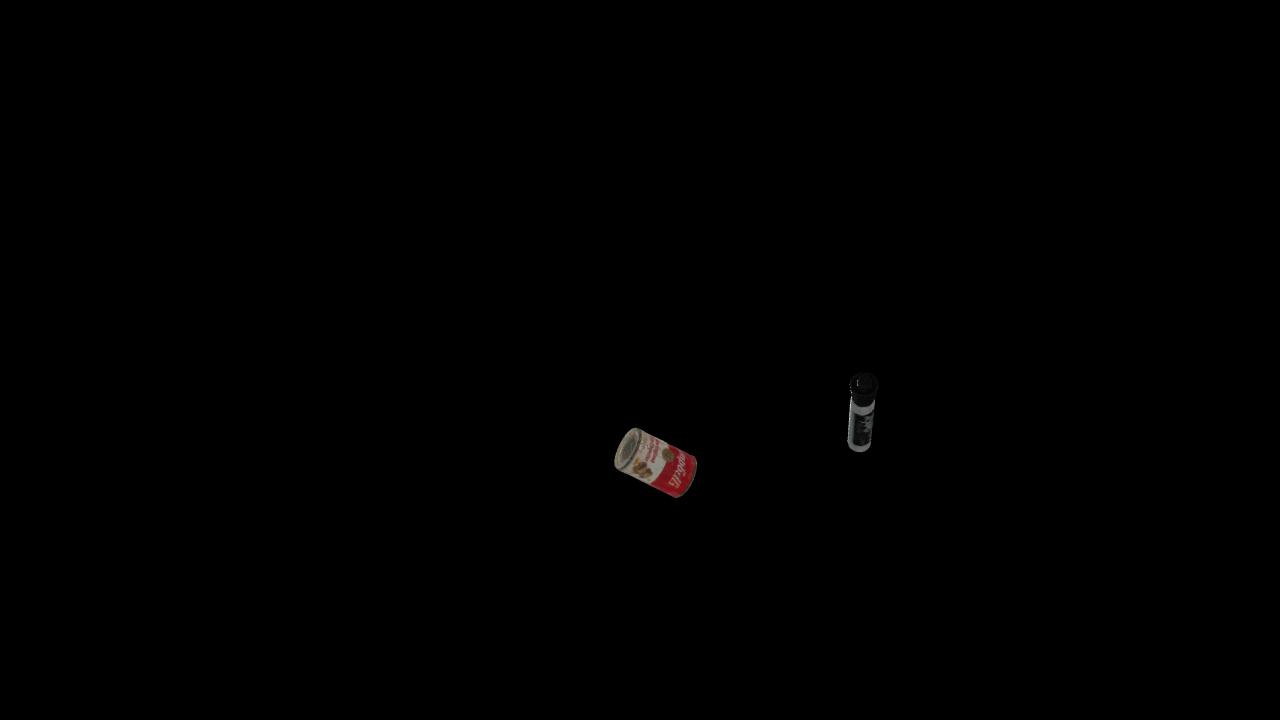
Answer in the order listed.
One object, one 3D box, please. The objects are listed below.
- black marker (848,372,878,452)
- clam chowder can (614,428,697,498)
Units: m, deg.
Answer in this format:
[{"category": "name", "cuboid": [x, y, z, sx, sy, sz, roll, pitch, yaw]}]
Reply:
[{"category": "black marker", "cuboid": [0.170, 0.042, 0.473, 0.020, 0.020, 0.121, 0, -27, 18]}, {"category": "clam chowder can", "cuboid": [0.022, 0.148, 0.890, 0.102, 0.068, 0.068, 29, -9, -17]}]
